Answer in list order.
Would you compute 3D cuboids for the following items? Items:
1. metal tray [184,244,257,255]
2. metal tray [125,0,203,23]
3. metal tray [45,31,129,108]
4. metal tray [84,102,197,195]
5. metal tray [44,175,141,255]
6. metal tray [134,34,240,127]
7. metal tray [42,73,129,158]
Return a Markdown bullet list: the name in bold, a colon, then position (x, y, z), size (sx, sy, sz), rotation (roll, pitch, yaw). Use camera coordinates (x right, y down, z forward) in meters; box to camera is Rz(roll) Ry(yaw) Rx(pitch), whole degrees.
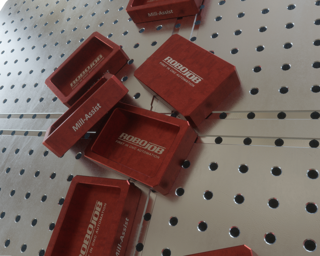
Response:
- **metal tray**: position (0.052, 0.178, 0.269), size (0.090, 0.030, 0.130), rotation (-18, 54, 17)
- **metal tray**: position (0.012, -0.234, 0.543), size (0.130, 0.030, 0.090), rotation (3, 63, 29)
- **metal tray**: position (-0.127, -0.099, 0.533), size (0.130, 0.030, 0.090), rotation (-46, 51, -5)
- **metal tray**: position (-0.028, 0.021, 0.407), size (0.130, 0.030, 0.090), rotation (17, 71, 35)
- **metal tray**: position (-0.083, 0.126, 0.372), size (0.090, 0.030, 0.130), rotation (0, 62, 28)
- **metal tray**: position (0.033, -0.071, 0.432), size (0.090, 0.030, 0.130), rotation (-45, 51, -3)
- **metal tray**: position (-0.109, -0.024, 0.450), size (0.130, 0.030, 0.090), rotation (-44, 20, -3)
